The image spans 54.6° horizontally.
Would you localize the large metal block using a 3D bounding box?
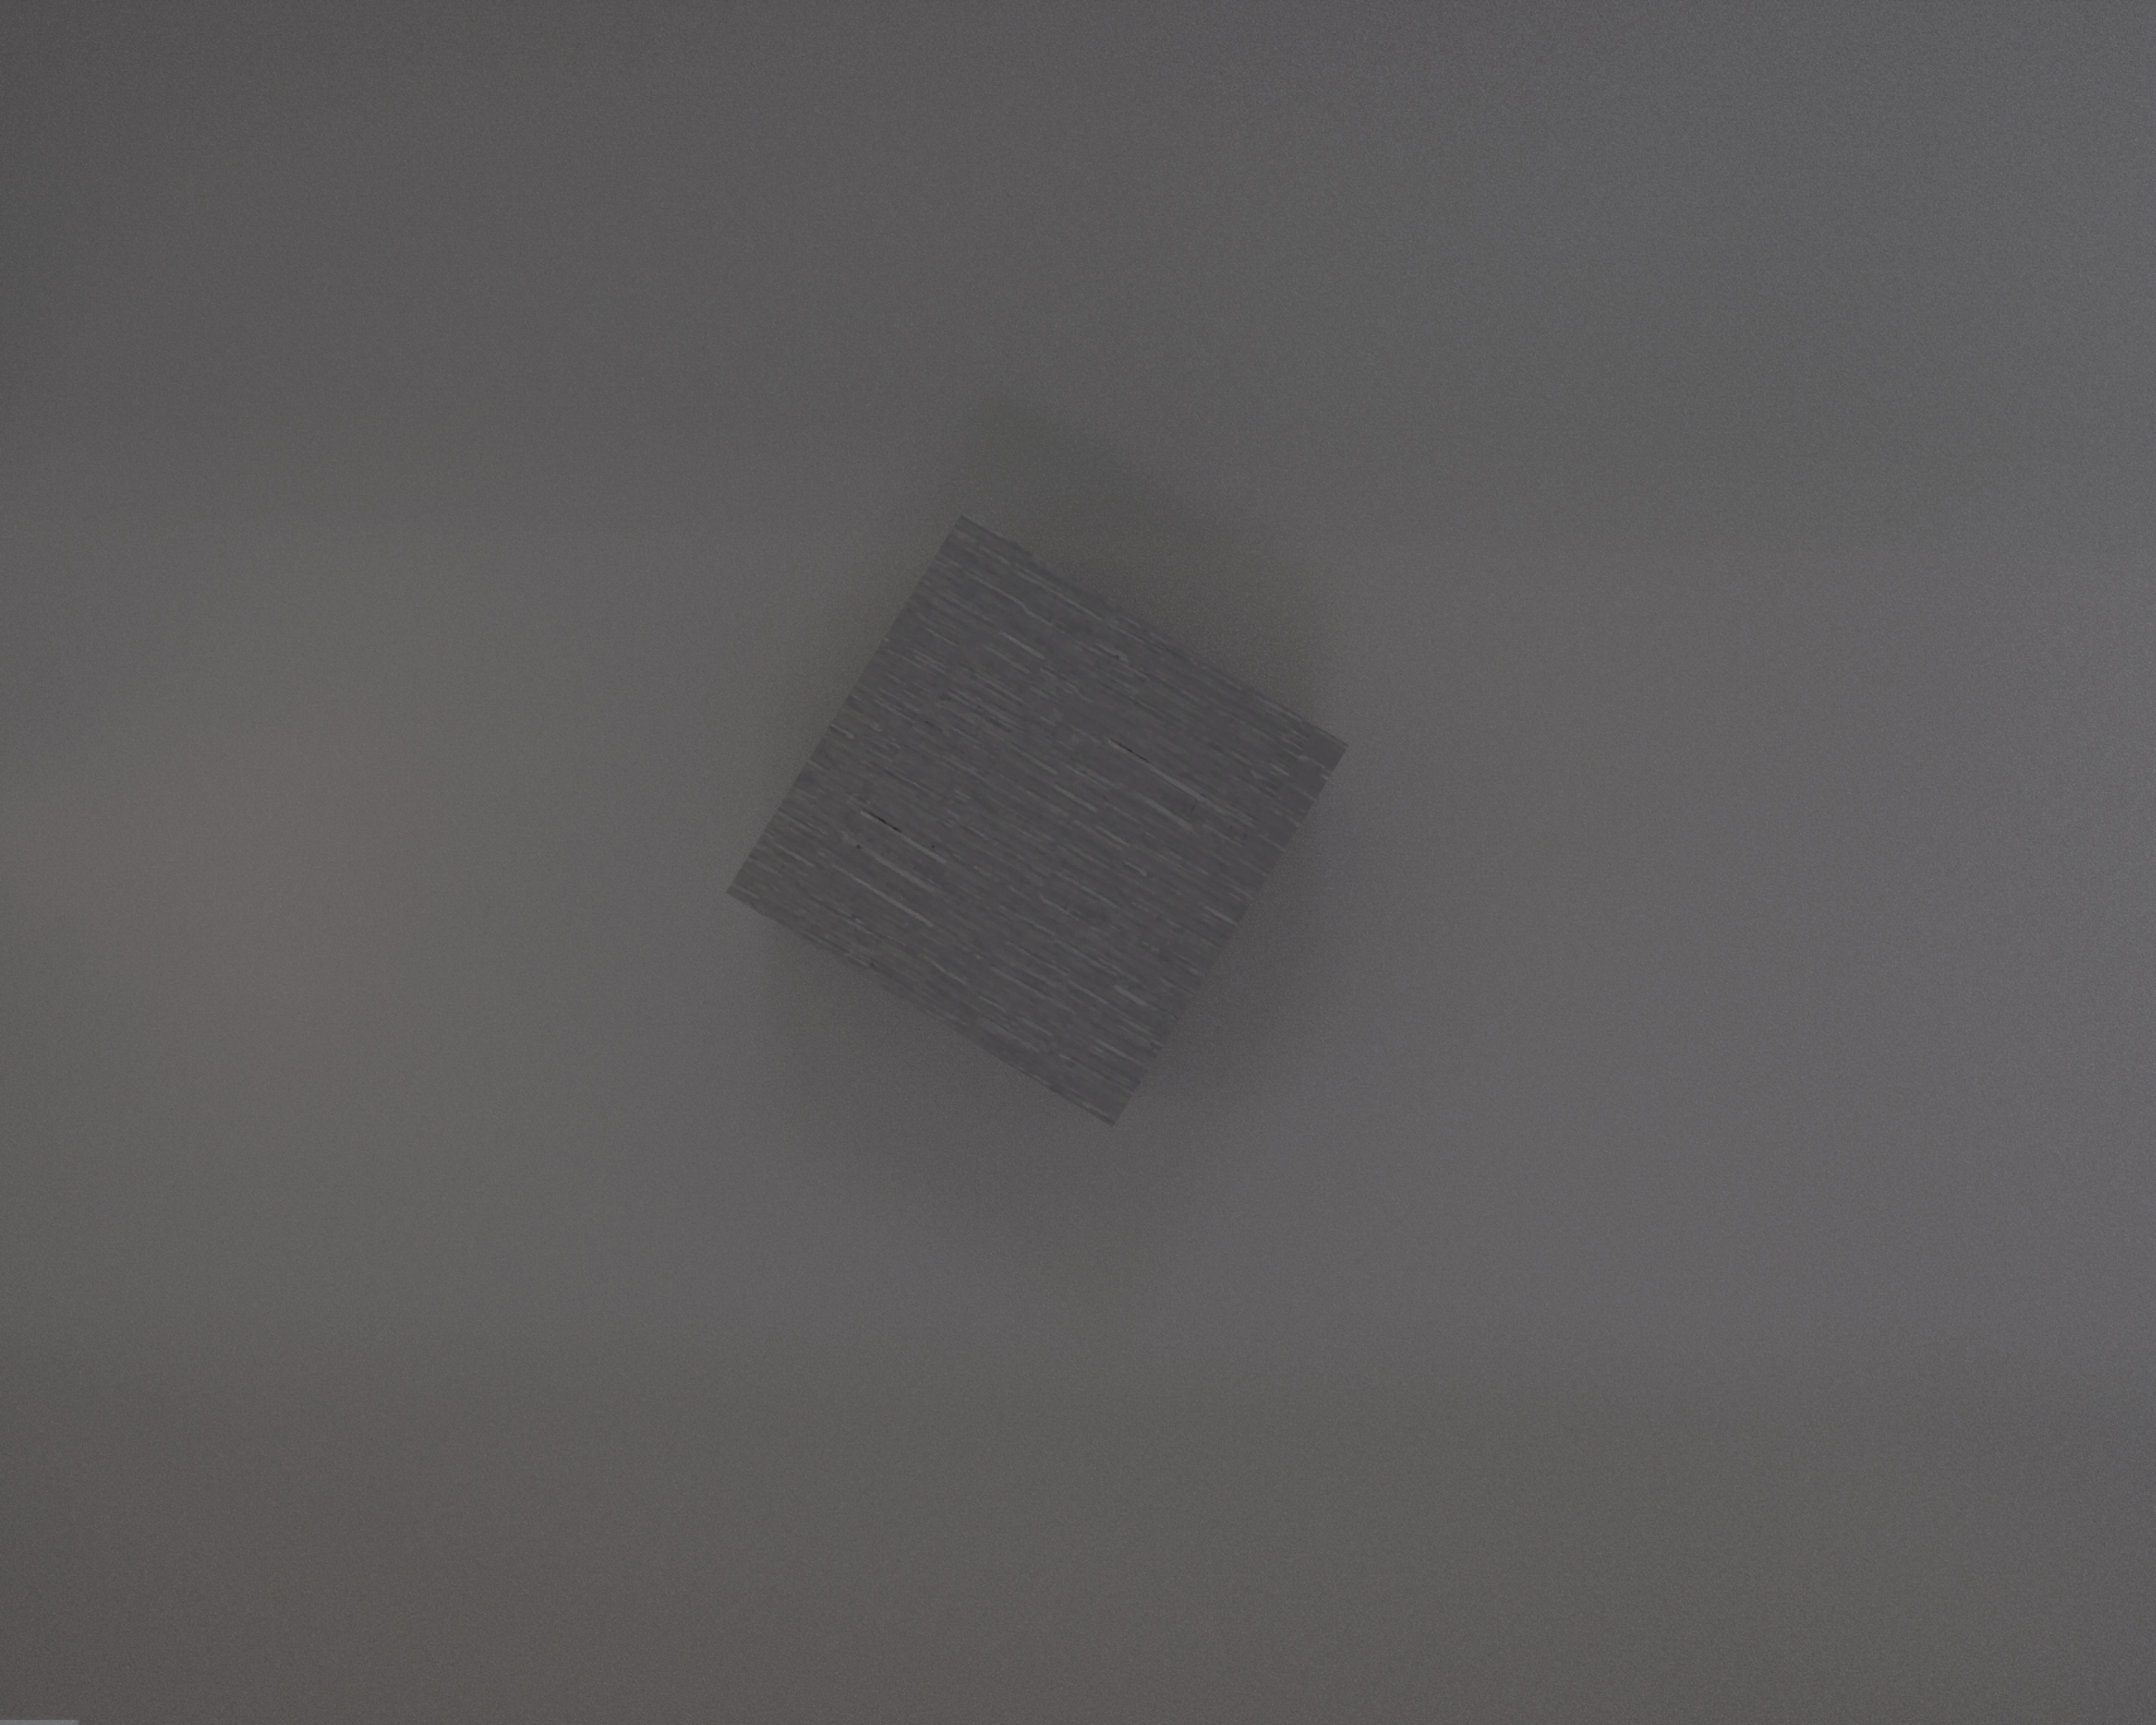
[{"bbox_3d":[-0.007,-0.008,0.395,0.080,0.050,0.080,32,89,-1],"label":"large metal block"}]
